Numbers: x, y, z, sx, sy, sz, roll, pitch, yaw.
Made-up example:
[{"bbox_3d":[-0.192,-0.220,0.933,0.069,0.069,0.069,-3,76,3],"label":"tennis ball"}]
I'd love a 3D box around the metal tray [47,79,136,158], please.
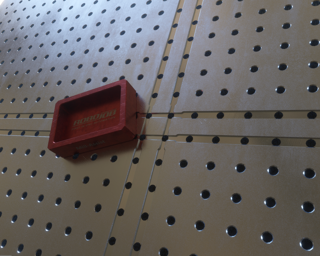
[{"bbox_3d":[-0.101,-0.014,0.464,0.130,0.030,0.090,-15,56,19],"label":"metal tray"}]
